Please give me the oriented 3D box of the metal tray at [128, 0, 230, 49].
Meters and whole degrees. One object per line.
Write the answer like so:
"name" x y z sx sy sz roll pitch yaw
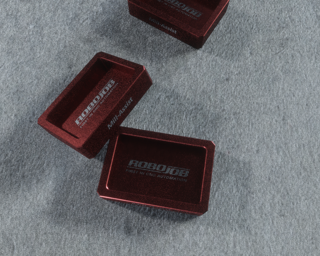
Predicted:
"metal tray" 0.028 -0.189 0.474 0.130 0.030 0.090 30 72 10

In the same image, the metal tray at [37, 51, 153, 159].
"metal tray" -0.083 -0.034 0.399 0.090 0.030 0.130 25 70 32

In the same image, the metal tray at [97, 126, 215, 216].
"metal tray" -0.003 0.053 0.386 0.131 0.030 0.090 9 70 3
